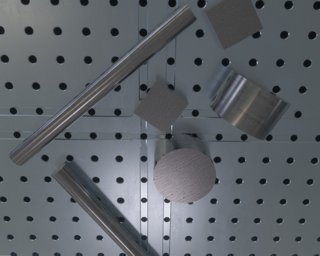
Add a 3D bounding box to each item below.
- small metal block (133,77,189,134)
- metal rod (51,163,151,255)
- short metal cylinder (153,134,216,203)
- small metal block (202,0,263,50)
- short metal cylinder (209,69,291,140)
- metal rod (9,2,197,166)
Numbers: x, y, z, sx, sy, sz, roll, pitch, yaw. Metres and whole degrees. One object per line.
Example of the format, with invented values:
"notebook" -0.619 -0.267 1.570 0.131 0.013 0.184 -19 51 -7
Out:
"small metal block" 0.001 -0.029 0.403 0.050 0.025 0.050 34 106 -12
"metal rod" -0.055 0.172 0.476 0.025 0.025 0.300 -34 107 11
"short metal cylinder" 0.032 0.054 0.420 0.081 0.050 0.079 0 110 0
"small metal block" 0.086 -0.128 0.367 0.050 0.025 0.050 -28 108 10
"short metal cylinder" 0.107 -0.029 0.374 0.080 0.080 0.050 28 108 -10
"metal rod" -0.080 -0.048 0.394 0.300 0.025 0.025 -38 106 12
